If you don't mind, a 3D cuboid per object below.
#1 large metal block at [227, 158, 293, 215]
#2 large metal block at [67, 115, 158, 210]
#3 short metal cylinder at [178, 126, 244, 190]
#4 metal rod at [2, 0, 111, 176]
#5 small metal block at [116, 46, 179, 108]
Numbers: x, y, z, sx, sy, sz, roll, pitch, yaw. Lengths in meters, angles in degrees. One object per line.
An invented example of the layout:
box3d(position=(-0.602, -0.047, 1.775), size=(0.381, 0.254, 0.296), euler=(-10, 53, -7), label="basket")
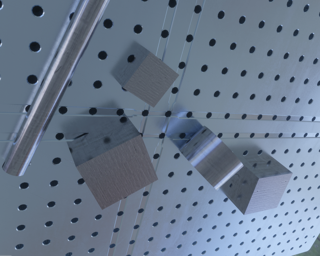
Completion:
box3d(position=(0.179, 0.104, 0.560), size=(0.081, 0.050, 0.079), euler=(-3, 120, -28), label="large metal block")
box3d(position=(-0.058, 0.043, 0.391), size=(0.080, 0.050, 0.080), euler=(-27, 128, -12), label="large metal block")
box3d(position=(0.072, 0.043, 0.444), size=(0.050, 0.080, 0.080), euler=(-43, 130, 1), label="short metal cylinder")
box3d(position=(-0.091, -0.077, 0.314), size=(0.025, 0.025, 0.298), euler=(21, 107, -36), label="metal rod")
box3d(position=(-0.014, -0.060, 0.368), size=(0.050, 0.025, 0.050), euler=(31, 101, -39), label="small metal block")
